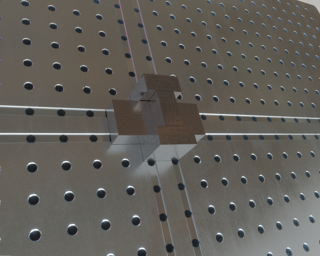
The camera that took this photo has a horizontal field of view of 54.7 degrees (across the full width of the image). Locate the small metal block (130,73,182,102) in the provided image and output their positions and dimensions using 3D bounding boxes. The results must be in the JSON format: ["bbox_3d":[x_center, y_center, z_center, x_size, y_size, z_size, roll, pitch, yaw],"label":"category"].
[{"bbox_3d":[-0.007,-0.047,0.418,0.050,0.050,0.025,1,62,-28],"label":"small metal block"}]

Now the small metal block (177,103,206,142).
[{"bbox_3d":[0.030,-0.007,0.430,0.050,0.025,0.050,1,61,-28],"label":"small metal block"}]

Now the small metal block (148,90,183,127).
[{"bbox_3d":[0.002,-0.013,0.402,0.025,0.050,0.050,1,62,-28],"label":"small metal block"}]

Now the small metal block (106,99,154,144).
[{"bbox_3d":[-0.037,-0.007,0.393,0.050,0.025,0.050,0,62,-28],"label":"small metal block"}]

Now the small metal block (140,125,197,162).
[{"bbox_3d":[0.010,0.020,0.386,0.050,0.050,0.025,1,62,-28],"label":"small metal block"}]
